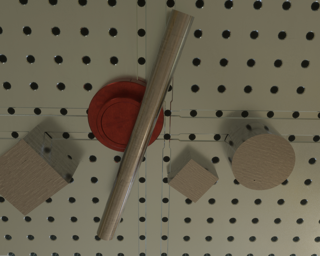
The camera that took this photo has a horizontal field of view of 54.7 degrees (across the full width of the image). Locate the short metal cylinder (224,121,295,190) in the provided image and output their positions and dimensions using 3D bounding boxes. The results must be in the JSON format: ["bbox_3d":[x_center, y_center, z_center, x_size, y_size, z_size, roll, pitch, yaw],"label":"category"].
[{"bbox_3d":[0.131,0.036,0.415,0.081,0.050,0.079,0,110,-1],"label":"short metal cylinder"}]

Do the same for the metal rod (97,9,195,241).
[{"bbox_3d":[-0.024,0.012,0.372,0.025,0.025,0.298,18,109,-7],"label":"metal rod"}]

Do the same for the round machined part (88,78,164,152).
[{"bbox_3d":[-0.044,-0.012,0.399,0.099,0.042,0.097,0,110,-1],"label":"round machined part"}]

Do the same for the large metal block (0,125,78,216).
[{"bbox_3d":[-0.174,0.057,0.419,0.080,0.050,0.080,-36,107,12],"label":"large metal block"}]

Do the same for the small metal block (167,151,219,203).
[{"bbox_3d":[0.046,0.070,0.440,0.050,0.025,0.050,37,106,-13],"label":"small metal block"}]
